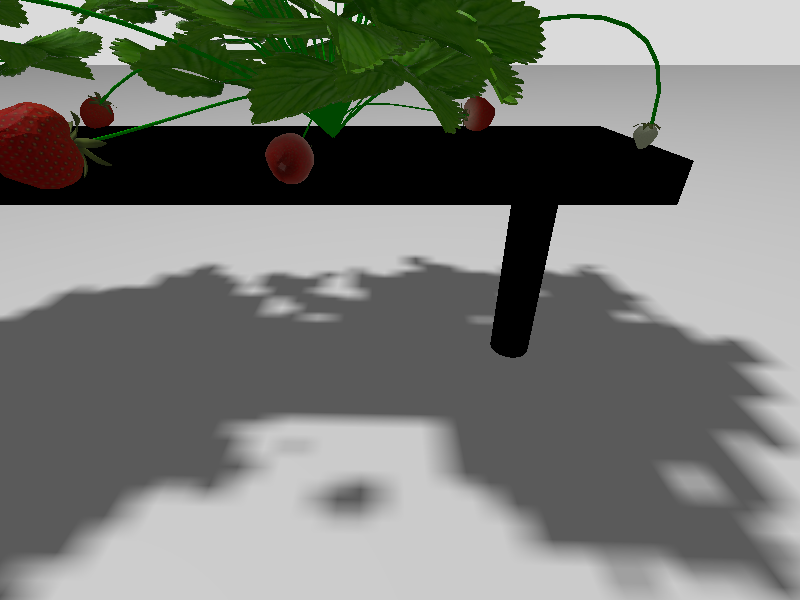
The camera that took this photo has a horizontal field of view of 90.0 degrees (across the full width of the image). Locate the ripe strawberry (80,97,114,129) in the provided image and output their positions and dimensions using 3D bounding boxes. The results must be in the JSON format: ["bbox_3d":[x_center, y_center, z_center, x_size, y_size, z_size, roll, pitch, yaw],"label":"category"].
[{"bbox_3d":[-0.272,-0.166,0.358,0.027,0.023,0.027,-33,19,28],"label":"ripe strawberry"}]

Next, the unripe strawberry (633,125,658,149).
[{"bbox_3d":[0.176,-0.117,0.288,0.016,0.016,0.015,6,32,9],"label":"unripe strawberry"}]

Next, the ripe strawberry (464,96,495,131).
[{"bbox_3d":[0.071,-0.165,0.356,0.028,0.028,0.027,-9,33,-15],"label":"ripe strawberry"}]

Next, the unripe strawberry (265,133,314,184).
[{"bbox_3d":[-0.057,-0.071,0.205,0.024,0.025,0.026,1,32,1],"label":"unripe strawberry"}]

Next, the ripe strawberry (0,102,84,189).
[{"bbox_3d":[-0.178,-0.073,0.194,0.034,0.039,0.037,24,40,33],"label":"ripe strawberry"}]
